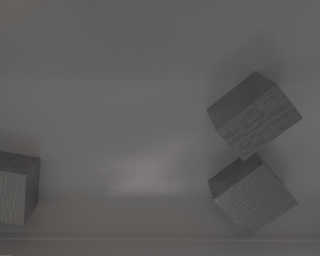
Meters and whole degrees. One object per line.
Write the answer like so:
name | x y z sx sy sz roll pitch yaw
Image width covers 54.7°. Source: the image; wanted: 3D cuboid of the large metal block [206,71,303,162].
large metal block | 0.109 -0.018 0.376 0.080 0.080 0.050 -40 106 13

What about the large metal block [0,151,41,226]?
large metal block | -0.216 0.080 0.426 0.081 0.050 0.079 10 110 -4

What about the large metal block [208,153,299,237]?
large metal block | 0.127 0.089 0.432 0.080 0.050 0.080 -40 106 13
